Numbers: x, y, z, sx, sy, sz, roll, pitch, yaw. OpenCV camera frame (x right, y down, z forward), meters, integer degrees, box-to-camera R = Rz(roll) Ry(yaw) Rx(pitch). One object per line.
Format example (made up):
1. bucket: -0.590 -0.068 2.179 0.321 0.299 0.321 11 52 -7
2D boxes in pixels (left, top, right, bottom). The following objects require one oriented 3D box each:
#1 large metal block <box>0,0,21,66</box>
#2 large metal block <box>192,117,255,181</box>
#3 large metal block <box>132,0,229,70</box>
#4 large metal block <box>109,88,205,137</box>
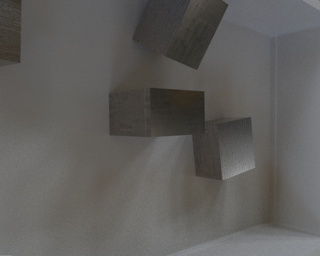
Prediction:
1. large metal block: -0.161 -0.095 0.242 0.080 0.050 0.080 1 89 -56
2. large metal block: 0.097 0.028 0.472 0.081 0.050 0.079 -11 97 -40
3. large metal block: 0.021 -0.125 0.370 0.050 0.080 0.080 14 108 -39
4. large metal block: -0.004 -0.017 0.367 0.081 0.080 0.050 -2 92 -40
